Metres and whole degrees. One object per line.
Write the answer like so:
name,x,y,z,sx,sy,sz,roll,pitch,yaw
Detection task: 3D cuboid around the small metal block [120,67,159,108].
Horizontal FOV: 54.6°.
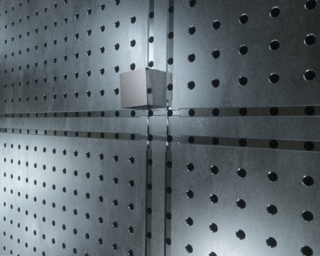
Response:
small metal block,-0.029,-0.054,0.435,0.050,0.025,0.050,-4,87,40
